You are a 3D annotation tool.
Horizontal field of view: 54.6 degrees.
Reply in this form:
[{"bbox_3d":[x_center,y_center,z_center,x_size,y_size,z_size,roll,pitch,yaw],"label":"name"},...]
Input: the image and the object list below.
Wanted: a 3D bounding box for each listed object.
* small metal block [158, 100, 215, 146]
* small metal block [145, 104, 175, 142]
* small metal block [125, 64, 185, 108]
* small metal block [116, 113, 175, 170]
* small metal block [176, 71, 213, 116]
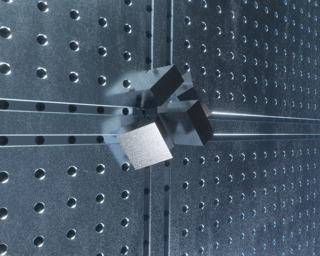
[{"bbox_3d":[0.032,-0.006,0.386,0.025,0.050,0.050,-44,117,-32],"label":"small metal block"},{"bbox_3d":[0.007,-0.006,0.414,0.050,0.025,0.050,1,89,-41],"label":"small metal block"},{"bbox_3d":[-0.007,-0.051,0.386,0.050,0.050,0.025,-48,119,-29],"label":"small metal block"},{"bbox_3d":[-0.016,0.017,0.374,0.050,0.050,0.025,63,18,-21],"label":"small metal block"},{"bbox_3d":[0.046,-0.044,0.429,0.050,0.025,0.050,50,21,-28],"label":"small metal block"}]
